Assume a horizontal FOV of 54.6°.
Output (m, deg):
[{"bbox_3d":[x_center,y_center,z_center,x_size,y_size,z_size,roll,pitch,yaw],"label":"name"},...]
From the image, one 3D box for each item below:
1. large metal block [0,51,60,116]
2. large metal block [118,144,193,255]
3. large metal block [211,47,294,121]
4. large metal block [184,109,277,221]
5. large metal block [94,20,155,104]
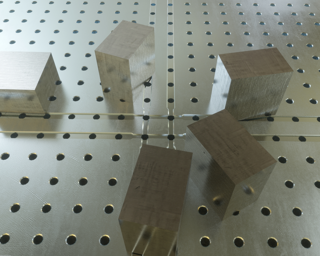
[{"bbox_3d":[-0.200,-0.065,0.445,0.080,0.050,0.080,2,50,1],"label":"large metal block"},{"bbox_3d":[-0.001,0.075,0.309,0.050,0.080,0.080,10,51,8],"label":"large metal block"},{"bbox_3d":[0.120,-0.057,0.420,0.080,0.080,0.050,-9,51,-7],"label":"large metal block"},{"bbox_3d":[0.070,0.040,0.339,0.050,0.080,0.080,-24,54,-19],"label":"large metal block"},{"bbox_3d":[-0.047,-0.097,0.453,0.050,0.080,0.080,18,52,15],"label":"large metal block"}]
